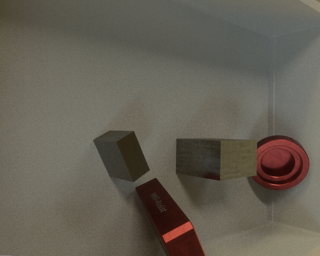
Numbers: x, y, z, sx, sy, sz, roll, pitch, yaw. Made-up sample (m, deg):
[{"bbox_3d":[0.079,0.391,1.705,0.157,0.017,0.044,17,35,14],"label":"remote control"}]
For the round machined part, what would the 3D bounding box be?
[{"bbox_3d":[0.207,0.057,0.549,0.042,0.098,0.097,-63,136,-67],"label":"round machined part"}]

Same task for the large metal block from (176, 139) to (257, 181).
[{"bbox_3d":[0.080,0.041,0.440,0.081,0.080,0.050,1,89,-40],"label":"large metal block"}]

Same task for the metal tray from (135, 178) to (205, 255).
[{"bbox_3d":[0.014,0.121,0.351,0.030,0.130,0.090,-25,106,-10],"label":"metal tray"}]

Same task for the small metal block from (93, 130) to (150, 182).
[{"bbox_3d":[-0.045,0.031,0.355,0.025,0.050,0.050,-33,111,-35],"label":"small metal block"}]
